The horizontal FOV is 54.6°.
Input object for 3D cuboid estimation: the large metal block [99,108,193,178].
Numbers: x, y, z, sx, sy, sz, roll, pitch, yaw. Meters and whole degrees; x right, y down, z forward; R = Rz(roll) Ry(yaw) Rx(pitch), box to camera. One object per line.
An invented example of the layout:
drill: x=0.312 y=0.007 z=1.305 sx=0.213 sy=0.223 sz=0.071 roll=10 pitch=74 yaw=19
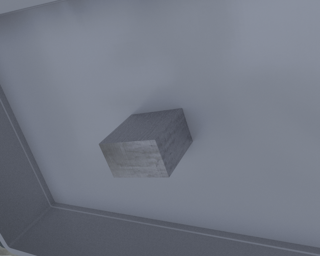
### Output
large metal block: x=-0.015 y=0.019 z=0.393 sx=0.080 sy=0.080 sz=0.050 roll=-6 pitch=116 yaw=31
